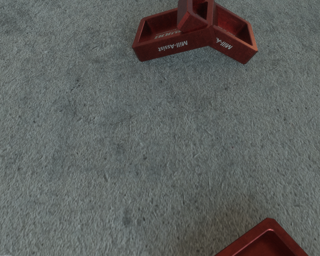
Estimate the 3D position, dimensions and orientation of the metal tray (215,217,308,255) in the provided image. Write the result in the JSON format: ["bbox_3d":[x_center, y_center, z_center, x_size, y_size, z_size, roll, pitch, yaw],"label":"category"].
[{"bbox_3d":[0.080,0.151,0.272,0.131,0.030,0.090,-26,55,-21],"label":"metal tray"}]

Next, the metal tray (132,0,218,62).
[{"bbox_3d":[0.026,-0.159,0.503,0.130,0.030,0.090,-9,47,21],"label":"metal tray"}]

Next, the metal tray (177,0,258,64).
[{"bbox_3d":[0.091,-0.164,0.498,0.131,0.030,0.090,22,45,-19],"label":"metal tray"}]
